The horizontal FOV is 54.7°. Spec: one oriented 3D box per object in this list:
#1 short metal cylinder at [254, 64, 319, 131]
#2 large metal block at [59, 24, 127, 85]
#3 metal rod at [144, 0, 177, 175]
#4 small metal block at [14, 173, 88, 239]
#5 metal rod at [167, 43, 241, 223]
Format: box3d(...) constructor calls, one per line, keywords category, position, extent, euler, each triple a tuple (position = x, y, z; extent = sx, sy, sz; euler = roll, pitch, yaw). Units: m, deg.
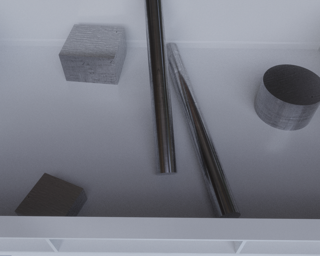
box3d(category="short metal cylinder", position=(0.177, -0.043, 0.427), extent=(0.081, 0.050, 0.080), euler=(0, 50, 0))
box3d(category="large metal block", position=(-0.101, -0.116, 0.485), extent=(0.080, 0.050, 0.080), euler=(5, 50, 3))
box3d(category="metal rod", position=(-0.003, -0.090, 0.402), extent=(0.025, 0.025, 0.299), euler=(-3, 75, -3))
box3d(category="small metal block", position=(-0.115, 0.083, 0.334), extent=(0.050, 0.025, 0.050), euler=(18, 52, 14))
box3d(category="metal rod", position=(0.045, -0.018, 0.421), extent=(0.025, 0.025, 0.300), euler=(-8, 51, -7))
